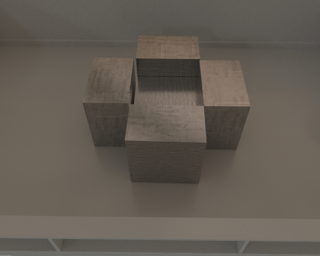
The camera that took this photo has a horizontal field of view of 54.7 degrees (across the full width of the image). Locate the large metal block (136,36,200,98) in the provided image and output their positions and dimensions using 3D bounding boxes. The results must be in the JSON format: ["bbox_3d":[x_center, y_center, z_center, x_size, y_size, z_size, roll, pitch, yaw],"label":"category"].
[{"bbox_3d":[0.011,-0.081,0.435,0.080,0.080,0.050,1,50,0],"label":"large metal block"}]

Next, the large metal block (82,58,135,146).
[{"bbox_3d":[-0.059,-0.032,0.395,0.050,0.080,0.080,1,50,1],"label":"large metal block"}]

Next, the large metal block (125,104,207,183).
[{"bbox_3d":[0.006,0.020,0.351,0.080,0.080,0.050,1,50,1],"label":"large metal block"}]

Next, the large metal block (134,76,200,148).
[{"bbox_3d":[0.009,-0.022,0.404,0.080,0.050,0.080,1,50,0],"label":"large metal block"}]

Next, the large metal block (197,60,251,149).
[{"bbox_3d":[0.074,-0.029,0.393,0.050,0.080,0.080,1,50,1],"label":"large metal block"}]
